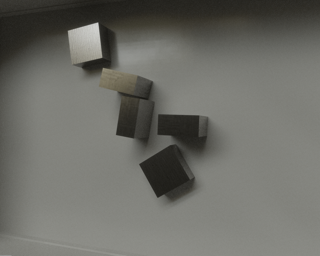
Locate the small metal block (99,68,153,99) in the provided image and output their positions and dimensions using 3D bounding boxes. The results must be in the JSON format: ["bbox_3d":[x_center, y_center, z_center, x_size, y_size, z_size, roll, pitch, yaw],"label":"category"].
[{"bbox_3d":[-0.044,-0.059,0.413,0.050,0.050,0.025,15,95,19],"label":"small metal block"}]

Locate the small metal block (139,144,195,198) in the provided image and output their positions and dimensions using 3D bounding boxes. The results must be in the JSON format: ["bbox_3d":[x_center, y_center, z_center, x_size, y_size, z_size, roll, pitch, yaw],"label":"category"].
[{"bbox_3d":[0.009,0.056,0.407,0.050,0.025,0.050,-33,80,17],"label":"small metal block"}]

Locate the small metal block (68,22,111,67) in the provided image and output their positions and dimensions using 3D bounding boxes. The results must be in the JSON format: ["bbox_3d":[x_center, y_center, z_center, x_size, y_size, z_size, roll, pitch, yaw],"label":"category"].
[{"bbox_3d":[-0.101,-0.118,0.446,0.050,0.025,0.050,-8,87,19],"label":"small metal block"}]

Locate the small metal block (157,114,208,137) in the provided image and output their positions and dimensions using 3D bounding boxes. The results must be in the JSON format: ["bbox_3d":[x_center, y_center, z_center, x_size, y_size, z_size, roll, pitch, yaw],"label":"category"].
[{"bbox_3d":[0.030,-0.003,0.387,0.050,0.050,0.025,2,91,20],"label":"small metal block"}]

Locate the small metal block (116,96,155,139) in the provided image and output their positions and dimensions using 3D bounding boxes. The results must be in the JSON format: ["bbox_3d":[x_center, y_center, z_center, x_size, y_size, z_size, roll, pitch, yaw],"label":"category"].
[{"bbox_3d":[-0.031,-0.014,0.408,0.025,0.050,0.050,10,94,20],"label":"small metal block"}]
